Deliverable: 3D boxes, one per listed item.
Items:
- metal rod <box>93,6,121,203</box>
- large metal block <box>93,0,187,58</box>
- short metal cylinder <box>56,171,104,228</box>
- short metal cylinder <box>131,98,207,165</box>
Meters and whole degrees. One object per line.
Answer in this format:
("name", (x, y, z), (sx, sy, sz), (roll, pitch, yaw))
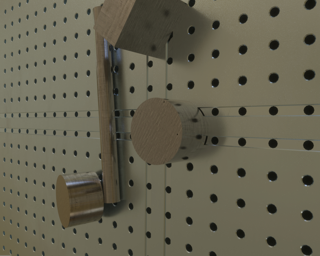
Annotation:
("metal rod", (-0.083, -0.037, 0.477), (0.025, 0.025, 0.298), (-7, 86, 40))
("large metal block", (-0.025, -0.143, 0.394), (0.050, 0.081, 0.080), (45, 117, 30))
("short metal cylinder", (-0.127, 0.110, 0.483), (0.080, 0.050, 0.079), (8, 100, 57))
("short metal cylinder", (0.010, 0.004, 0.385), (0.080, 0.050, 0.080), (0, 90, 40))
